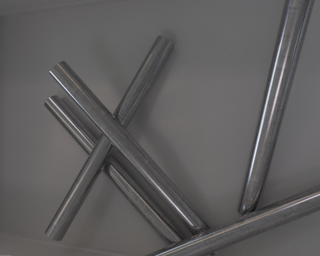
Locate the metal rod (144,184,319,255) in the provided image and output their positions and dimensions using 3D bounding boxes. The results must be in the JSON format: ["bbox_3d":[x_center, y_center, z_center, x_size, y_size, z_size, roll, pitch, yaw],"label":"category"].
[{"bbox_3d":[0.115,0.104,0.348,0.301,0.025,0.025,-26,82,10],"label":"metal rod"}]

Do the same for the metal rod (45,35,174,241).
[{"bbox_3d":[-0.067,0.014,0.411,0.025,0.025,0.299,31,91,17],"label":"metal rod"}]

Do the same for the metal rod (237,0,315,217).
[{"bbox_3d":[0.119,-0.036,0.315,0.025,0.025,0.298,14,115,19],"label":"metal rod"}]

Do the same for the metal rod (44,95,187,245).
[{"bbox_3d":[-0.061,0.063,0.432,0.300,0.025,0.025,45,104,14],"label":"metal rod"}]

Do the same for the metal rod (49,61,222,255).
[{"bbox_3d":[-0.028,0.037,0.385,0.025,0.025,0.300,-42,90,15],"label":"metal rod"}]
